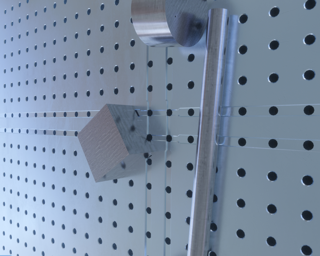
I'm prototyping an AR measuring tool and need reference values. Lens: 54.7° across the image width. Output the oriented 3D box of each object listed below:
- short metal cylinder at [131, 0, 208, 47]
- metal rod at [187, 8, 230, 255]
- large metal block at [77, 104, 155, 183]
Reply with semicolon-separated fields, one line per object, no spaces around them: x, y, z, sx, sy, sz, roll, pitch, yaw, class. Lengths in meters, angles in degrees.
0.013;-0.136;0.363;0.050;0.081;0.079;12;97;39;short metal cylinder
0.056;0.016;0.363;0.025;0.025;0.298;8;95;40;metal rod
-0.066;0.022;0.447;0.080;0.050;0.080;-41;66;32;large metal block
